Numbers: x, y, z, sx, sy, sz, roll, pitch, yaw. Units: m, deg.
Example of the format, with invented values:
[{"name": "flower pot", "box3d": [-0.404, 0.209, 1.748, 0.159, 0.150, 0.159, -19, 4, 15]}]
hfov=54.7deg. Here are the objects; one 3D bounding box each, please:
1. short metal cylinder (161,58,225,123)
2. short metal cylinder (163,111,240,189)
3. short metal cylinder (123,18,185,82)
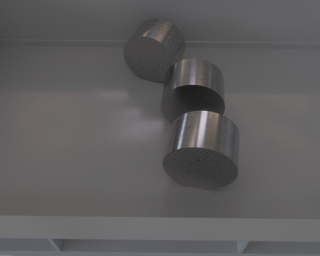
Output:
[{"name": "short metal cylinder", "box3d": [0.044, -0.044, 0.406, 0.080, 0.080, 0.050, 4, 50, 3]}, {"name": "short metal cylinder", "box3d": [0.047, 0.026, 0.348, 0.080, 0.080, 0.050, 9, 51, 7]}, {"name": "short metal cylinder", "box3d": [-0.008, -0.116, 0.467, 0.080, 0.080, 0.050, 16, 52, 13]}]
